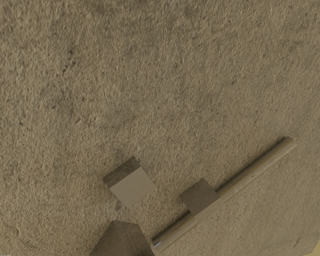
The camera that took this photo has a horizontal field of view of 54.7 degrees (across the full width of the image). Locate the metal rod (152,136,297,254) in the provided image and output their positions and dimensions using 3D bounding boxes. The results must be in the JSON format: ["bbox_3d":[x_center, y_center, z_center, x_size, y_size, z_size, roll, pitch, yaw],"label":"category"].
[{"bbox_3d":[0.114,0.114,0.539,0.301,0.025,0.025,-37,129,-4],"label":"metal rod"}]

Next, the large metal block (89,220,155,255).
[{"bbox_3d":[-0.058,0.199,0.463,0.050,0.080,0.080,24,106,-37],"label":"large metal block"}]

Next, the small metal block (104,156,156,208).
[{"bbox_3d":[-0.041,0.076,0.431,0.050,0.025,0.050,-35,129,-5],"label":"small metal block"}]

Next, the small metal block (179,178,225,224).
[{"bbox_3d":[0.067,0.117,0.500,0.050,0.050,0.025,-34,129,-6],"label":"small metal block"}]
